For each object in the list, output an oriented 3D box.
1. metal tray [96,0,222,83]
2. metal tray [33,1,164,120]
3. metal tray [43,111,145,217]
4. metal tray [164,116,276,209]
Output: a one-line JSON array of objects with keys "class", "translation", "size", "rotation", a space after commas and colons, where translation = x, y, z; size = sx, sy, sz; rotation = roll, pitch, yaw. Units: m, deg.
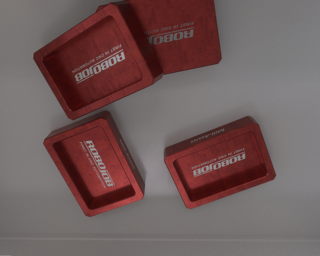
[{"class": "metal tray", "translation": [0.001, -0.110, 0.368], "size": [0.131, 0.030, 0.089], "rotation": [-11, 110, 4]}, {"class": "metal tray", "translation": [-0.072, -0.071, 0.352], "size": [0.130, 0.030, 0.090], "rotation": [-20, 104, 29]}, {"class": "metal tray", "translation": [-0.086, 0.052, 0.426], "size": [0.090, 0.030, 0.129], "rotation": [-21, 109, 7]}, {"class": "metal tray", "translation": [0.081, 0.049, 0.427], "size": [0.130, 0.030, 0.090], "rotation": [-22, 109, 7]}]
